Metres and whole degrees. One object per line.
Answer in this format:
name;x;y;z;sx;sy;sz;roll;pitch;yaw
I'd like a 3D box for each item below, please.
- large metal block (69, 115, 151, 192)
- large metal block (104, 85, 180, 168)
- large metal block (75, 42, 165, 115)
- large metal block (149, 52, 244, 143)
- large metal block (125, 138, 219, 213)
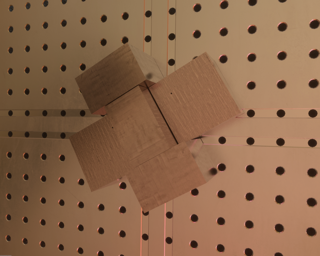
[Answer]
large metal block;-0.064;0.031;0.423;0.080;0.050;0.080;-28;80;18
large metal block;-0.013;-0.002;0.388;0.050;0.080;0.080;-30;80;18
large metal block;-0.046;-0.057;0.399;0.080;0.080;0.050;-30;80;18
large metal block;0.046;-0.034;0.383;0.080;0.050;0.080;-30;82;17
large metal block;0.018;0.055;0.377;0.080;0.080;0.050;-30;80;17
